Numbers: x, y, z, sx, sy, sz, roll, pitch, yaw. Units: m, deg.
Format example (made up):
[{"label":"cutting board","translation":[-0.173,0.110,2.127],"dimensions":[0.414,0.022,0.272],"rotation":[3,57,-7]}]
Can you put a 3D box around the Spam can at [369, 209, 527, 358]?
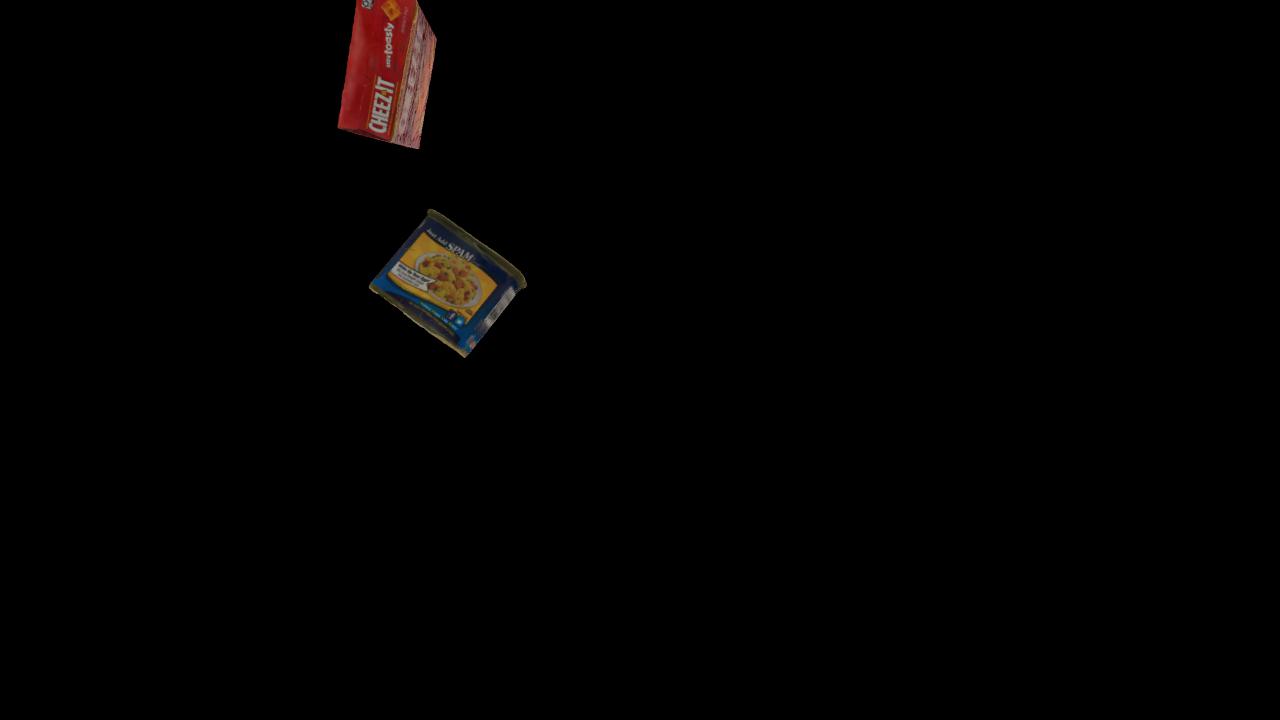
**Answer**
[{"label":"Spam can","translation":[-0.164,-0.064,0.528],"dimensions":[0.101,0.085,0.058],"rotation":[35,-11,4]}]

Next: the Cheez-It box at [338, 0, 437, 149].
[{"label":"Cheez-It box","translation":[-0.325,-0.373,0.811],"dimensions":[0.071,0.166,0.223],"rotation":[11,14,-14]}]
